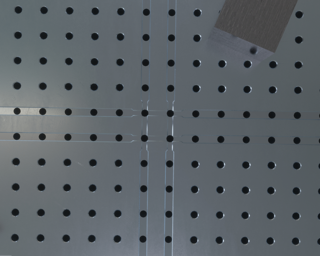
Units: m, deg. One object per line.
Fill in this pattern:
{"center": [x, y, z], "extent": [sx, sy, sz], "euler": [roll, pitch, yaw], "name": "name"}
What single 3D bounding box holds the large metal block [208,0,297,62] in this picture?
{"center": [0.119, -0.144, 0.401], "extent": [0.080, 0.050, 0.080], "euler": [24, 90, 0], "name": "large metal block"}
